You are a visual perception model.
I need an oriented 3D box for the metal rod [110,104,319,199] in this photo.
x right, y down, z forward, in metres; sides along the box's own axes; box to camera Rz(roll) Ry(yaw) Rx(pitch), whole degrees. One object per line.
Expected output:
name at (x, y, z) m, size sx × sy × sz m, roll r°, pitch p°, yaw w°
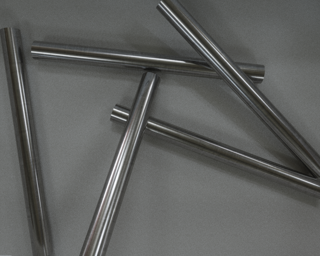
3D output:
metal rod at (0.080, 0.032, 0.411) m, size 0.301 × 0.025 × 0.025 m, roll 20°, pitch 90°, yaw 0°

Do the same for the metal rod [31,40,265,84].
metal rod at (-0.015, -0.087, 0.411) m, size 0.302 × 0.025 × 0.025 m, roll 6°, pitch 90°, yaw 0°

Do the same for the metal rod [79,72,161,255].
metal rod at (-0.049, 0.064, 0.347) m, size 0.025 × 0.025 × 0.300 m, roll 16°, pitch 65°, yaw 0°

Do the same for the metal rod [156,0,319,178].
metal rod at (0.109, -0.047, 0.391) m, size 0.025 × 0.025 × 0.300 m, roll -45°, pitch 99°, yaw 0°

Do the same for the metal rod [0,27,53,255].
metal rod at (-0.176, 0.019, 0.409) m, size 0.025 × 0.025 × 0.298 m, roll -8°, pitch 90°, yaw 0°
